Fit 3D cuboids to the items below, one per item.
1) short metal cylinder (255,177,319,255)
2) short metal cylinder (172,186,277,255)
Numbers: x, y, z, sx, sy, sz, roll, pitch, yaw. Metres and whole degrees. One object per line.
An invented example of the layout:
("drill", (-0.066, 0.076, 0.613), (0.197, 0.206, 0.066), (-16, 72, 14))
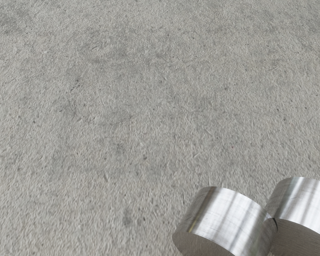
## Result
("short metal cylinder", (0.138, 0.092, 0.291), (0.080, 0.080, 0.050), (28, 56, 21))
("short metal cylinder", (0.059, 0.099, 0.284), (0.080, 0.080, 0.050), (25, 55, 19))
